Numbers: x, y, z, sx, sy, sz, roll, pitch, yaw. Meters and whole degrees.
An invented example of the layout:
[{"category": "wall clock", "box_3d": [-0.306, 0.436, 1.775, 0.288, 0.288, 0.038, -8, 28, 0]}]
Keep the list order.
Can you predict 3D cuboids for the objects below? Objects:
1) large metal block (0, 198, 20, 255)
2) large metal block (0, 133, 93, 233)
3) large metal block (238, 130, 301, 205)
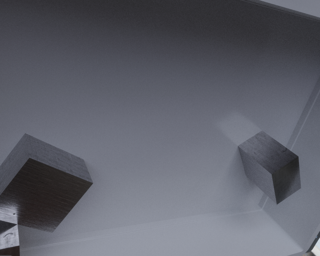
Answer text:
[{"category": "large metal block", "box_3d": [-0.190, 0.137, 0.354, 0.050, 0.080, 0.079, -3, 120, -27]}, {"category": "large metal block", "box_3d": [-0.139, 0.065, 0.357, 0.080, 0.050, 0.080, 34, 99, -39]}, {"category": "large metal block", "box_3d": [0.181, 0.064, 0.511, 0.050, 0.080, 0.080, -31, 129, -8]}]
